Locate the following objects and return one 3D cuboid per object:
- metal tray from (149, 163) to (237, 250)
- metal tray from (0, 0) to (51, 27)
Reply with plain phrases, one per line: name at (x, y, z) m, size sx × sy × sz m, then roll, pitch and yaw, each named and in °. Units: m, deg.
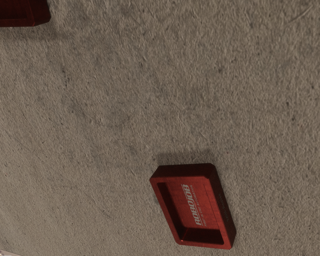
metal tray at (0.049, 0.114, 0.446) m, size 0.090 × 0.030 × 0.129 m, roll -7°, pitch 115°, yaw 31°
metal tray at (-0.212, -0.179, 0.401) m, size 0.130 × 0.030 × 0.089 m, roll 7°, pitch 122°, yaw 24°
